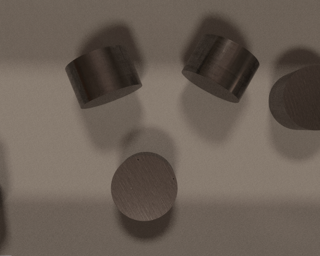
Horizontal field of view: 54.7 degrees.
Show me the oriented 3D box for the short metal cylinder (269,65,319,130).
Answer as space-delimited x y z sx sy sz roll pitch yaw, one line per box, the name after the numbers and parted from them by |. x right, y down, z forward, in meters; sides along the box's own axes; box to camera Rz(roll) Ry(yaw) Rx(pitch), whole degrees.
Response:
0.190 -0.037 0.401 0.081 0.050 0.079 0 90 -1 | short metal cylinder

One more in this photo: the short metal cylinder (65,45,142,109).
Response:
-0.069 -0.061 0.383 0.080 0.080 0.050 -22 90 0 | short metal cylinder

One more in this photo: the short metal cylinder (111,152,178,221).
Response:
-0.019 0.072 0.399 0.081 0.050 0.079 0 90 -1 | short metal cylinder

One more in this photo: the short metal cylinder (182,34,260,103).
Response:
0.074 -0.073 0.385 0.080 0.080 0.050 29 90 -1 | short metal cylinder
